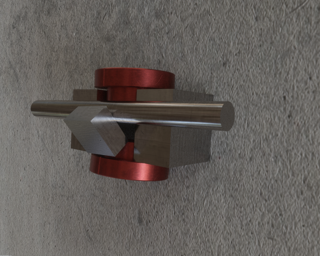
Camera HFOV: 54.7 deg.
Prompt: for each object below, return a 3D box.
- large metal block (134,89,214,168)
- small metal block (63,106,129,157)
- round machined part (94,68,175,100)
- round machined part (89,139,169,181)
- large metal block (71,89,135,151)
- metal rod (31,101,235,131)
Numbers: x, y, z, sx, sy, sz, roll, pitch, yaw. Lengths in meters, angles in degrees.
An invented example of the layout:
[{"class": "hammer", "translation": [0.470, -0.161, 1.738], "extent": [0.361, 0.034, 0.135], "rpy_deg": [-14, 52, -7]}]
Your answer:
[{"class": "large metal block", "translation": [0.018, -0.001, 0.356], "extent": [0.050, 0.081, 0.079], "rpy_deg": [5, 93, 40]}, {"class": "small metal block", "translation": [-0.071, 0.003, 0.343], "extent": [0.050, 0.025, 0.050], "rpy_deg": [2, 132, 41]}, {"class": "round machined part", "translation": [-0.031, -0.047, 0.385], "extent": [0.098, 0.099, 0.042], "rpy_deg": [5, 94, 40]}, {"class": "round machined part", "translation": [-0.036, 0.036, 0.388], "extent": [0.098, 0.099, 0.042], "rpy_deg": [6, 89, 40]}, {"class": "large metal block", "translation": [-0.073, -0.010, 0.431], "extent": [0.050, 0.081, 0.079], "rpy_deg": [6, 94, 40]}, {"class": "metal rod", "translation": [-0.059, -0.019, 0.351], "extent": [0.300, 0.025, 0.025], "rpy_deg": [5, 93, 40]}]
